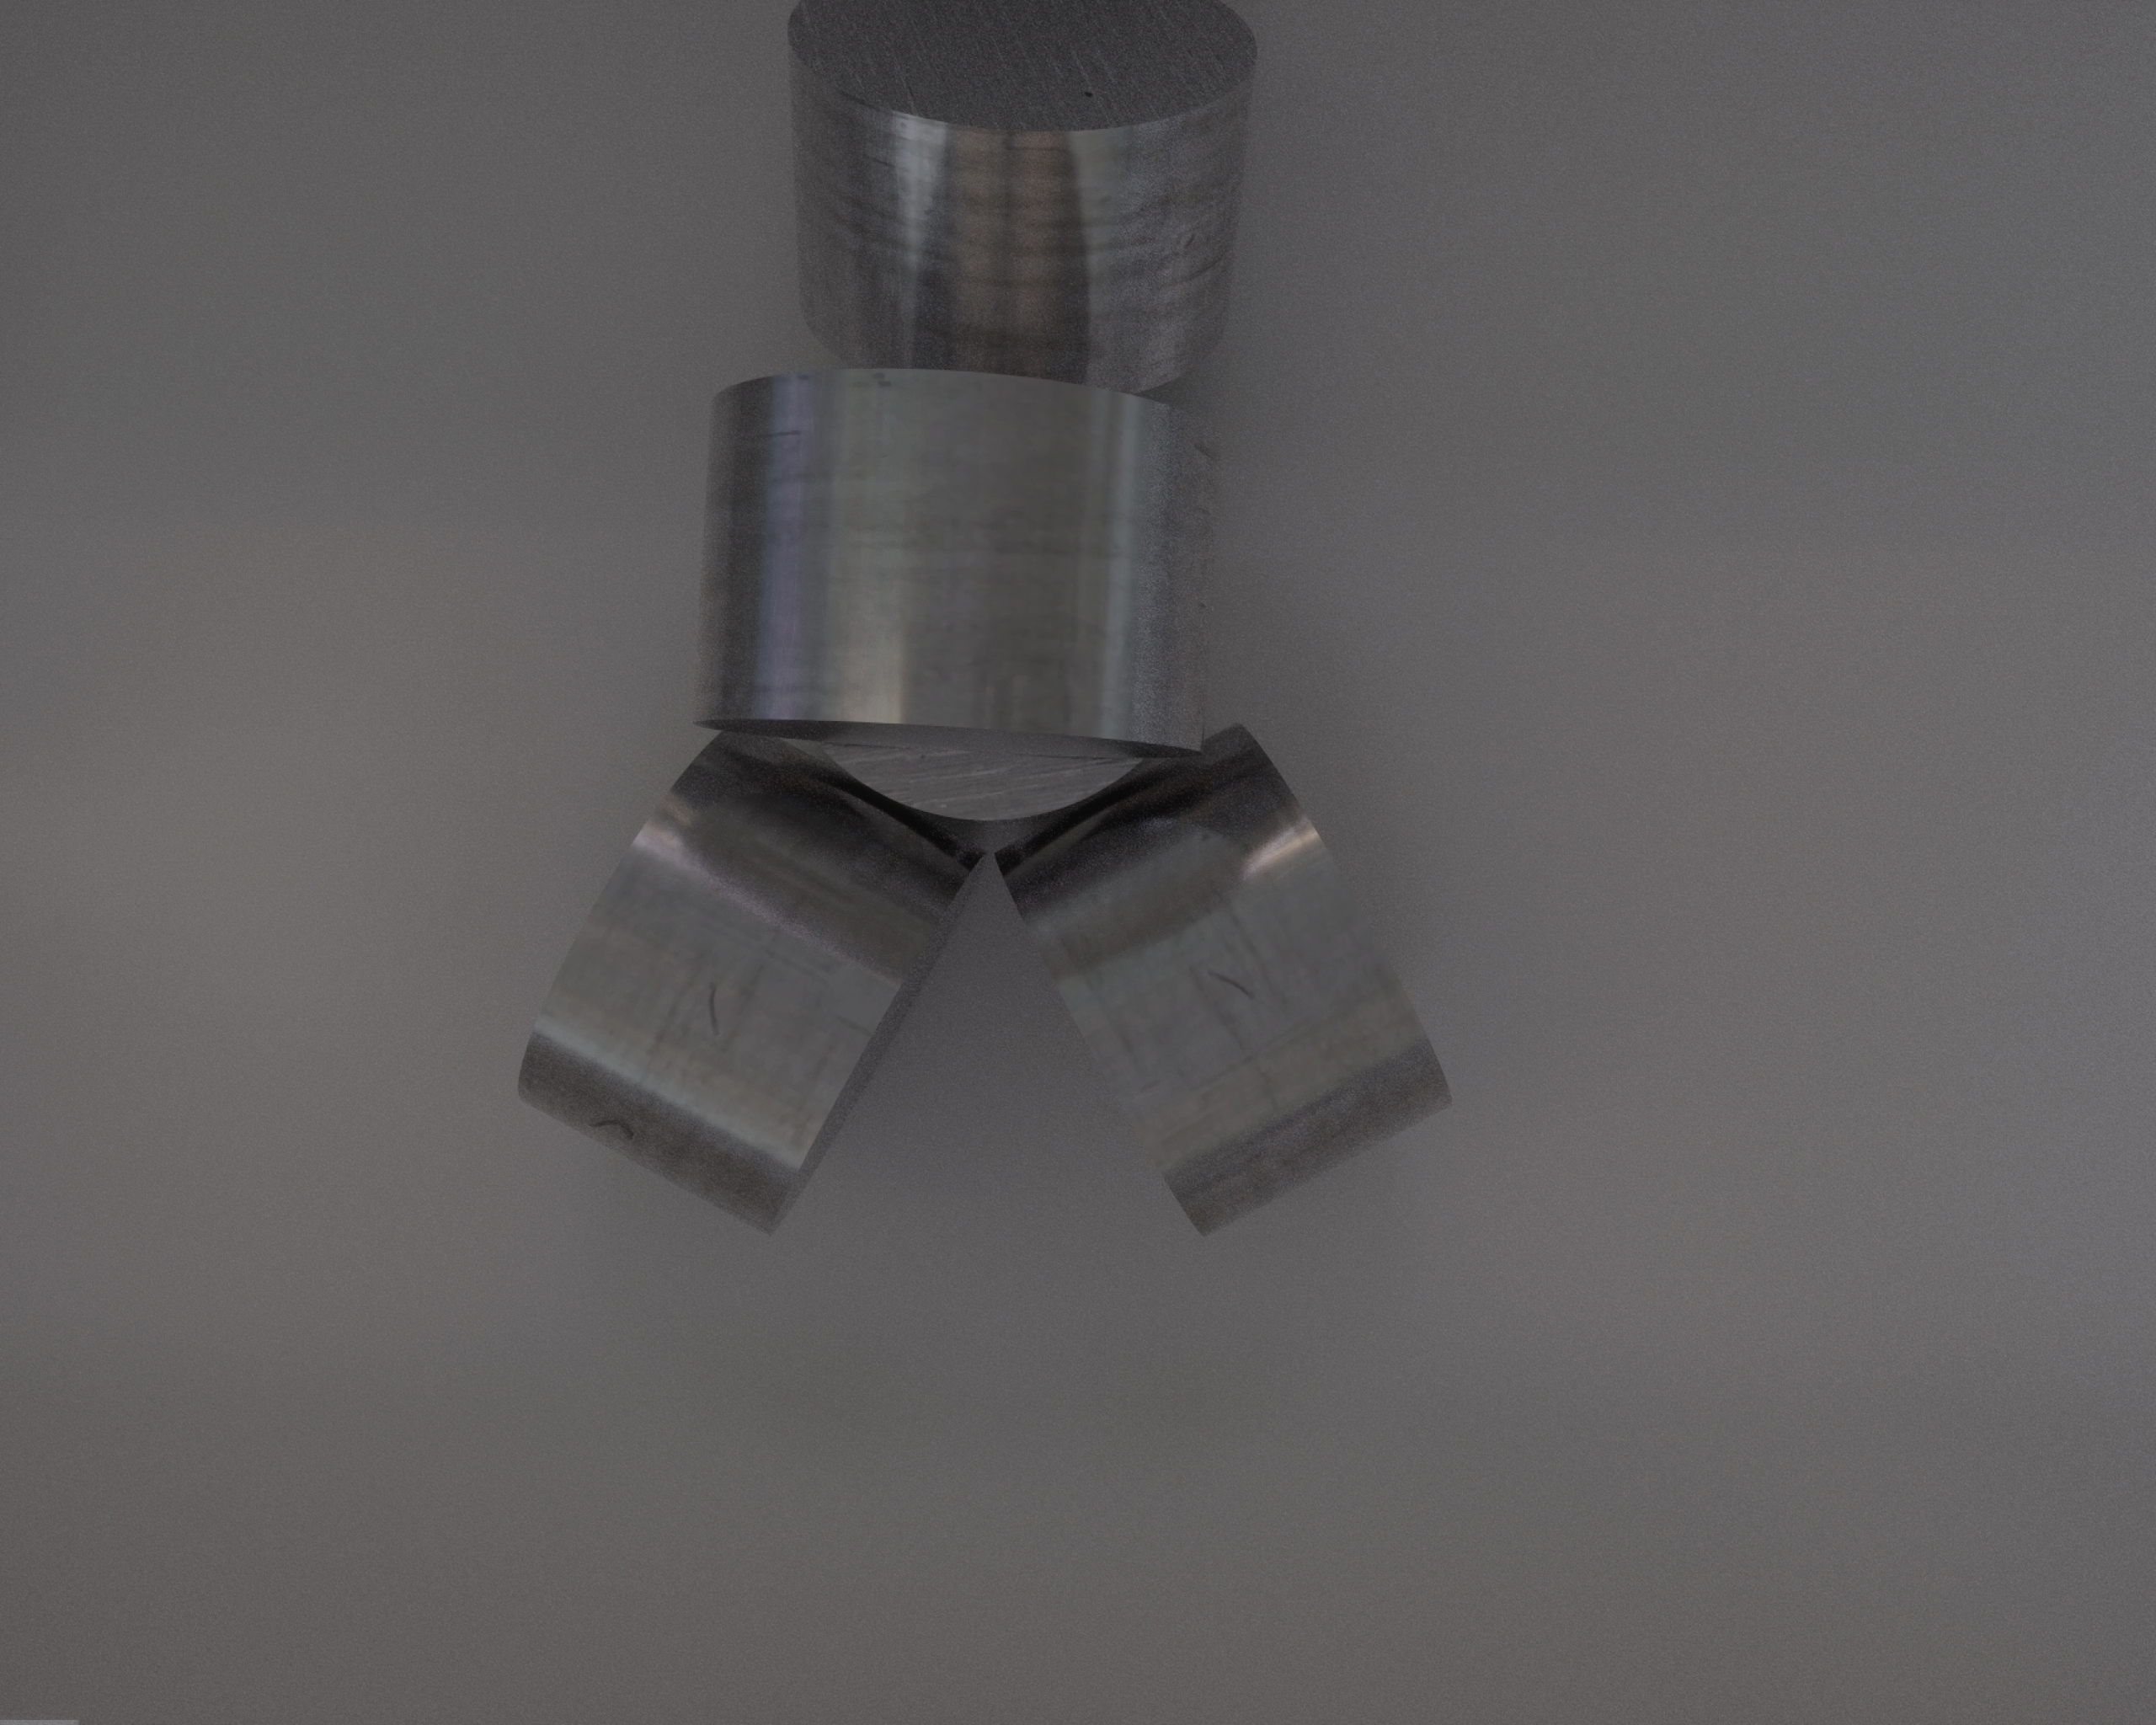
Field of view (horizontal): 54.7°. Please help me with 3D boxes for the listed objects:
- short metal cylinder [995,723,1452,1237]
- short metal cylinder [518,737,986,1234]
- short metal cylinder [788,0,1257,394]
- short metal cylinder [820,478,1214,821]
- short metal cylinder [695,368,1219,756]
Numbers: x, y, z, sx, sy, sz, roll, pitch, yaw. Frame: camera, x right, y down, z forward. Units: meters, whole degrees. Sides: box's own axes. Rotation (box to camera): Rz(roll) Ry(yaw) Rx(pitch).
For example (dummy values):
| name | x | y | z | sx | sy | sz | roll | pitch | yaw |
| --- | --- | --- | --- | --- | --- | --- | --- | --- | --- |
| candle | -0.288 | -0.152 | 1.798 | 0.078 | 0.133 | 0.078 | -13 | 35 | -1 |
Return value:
| name | x | y | z | sx | sy | sz | roll | pitch | yaw |
| --- | --- | --- | --- | --- | --- | --- | --- | --- | --- |
| short metal cylinder | 0.026 | 0.021 | 0.382 | 0.050 | 0.080 | 0.080 | -29 | 90 | 1 |
| short metal cylinder | -0.058 | 0.021 | 0.381 | 0.050 | 0.080 | 0.080 | 29 | 90 | 0 |
| short metal cylinder | -0.011 | -0.125 | 0.376 | 0.080 | 0.080 | 0.050 | 4 | 133 | 0 |
| short metal cylinder | -0.016 | -0.047 | 0.396 | 0.081 | 0.050 | 0.080 | 0 | 90 | 0 |
| short metal cylinder | -0.019 | -0.044 | 0.332 | 0.080 | 0.080 | 0.050 | 3 | 90 | 0 |
